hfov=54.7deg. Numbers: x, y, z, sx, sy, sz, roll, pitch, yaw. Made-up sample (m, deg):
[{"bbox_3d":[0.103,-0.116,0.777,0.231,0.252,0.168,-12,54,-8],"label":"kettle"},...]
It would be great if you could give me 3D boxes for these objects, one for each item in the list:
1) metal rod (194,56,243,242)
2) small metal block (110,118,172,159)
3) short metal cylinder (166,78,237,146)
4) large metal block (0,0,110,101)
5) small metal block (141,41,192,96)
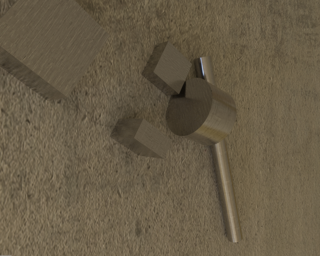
[{"bbox_3d":[0.094,0.039,0.486,0.025,0.025,0.298,-20,103,-39],"label":"metal rod"},{"bbox_3d":[-0.023,0.013,0.371,0.050,0.050,0.025,38,67,-34],"label":"small metal block"},{"bbox_3d":[0.055,-0.021,0.417,0.050,0.080,0.080,21,77,-39],"label":"short metal cylinder"},{"bbox_3d":[-0.110,-0.083,0.297,0.080,0.050,0.080,42,65,-32],"label":"large metal block"},{"bbox_3d":[0.010,-0.079,0.415,0.050,0.025,0.050,37,67,-34],"label":"small metal block"}]
